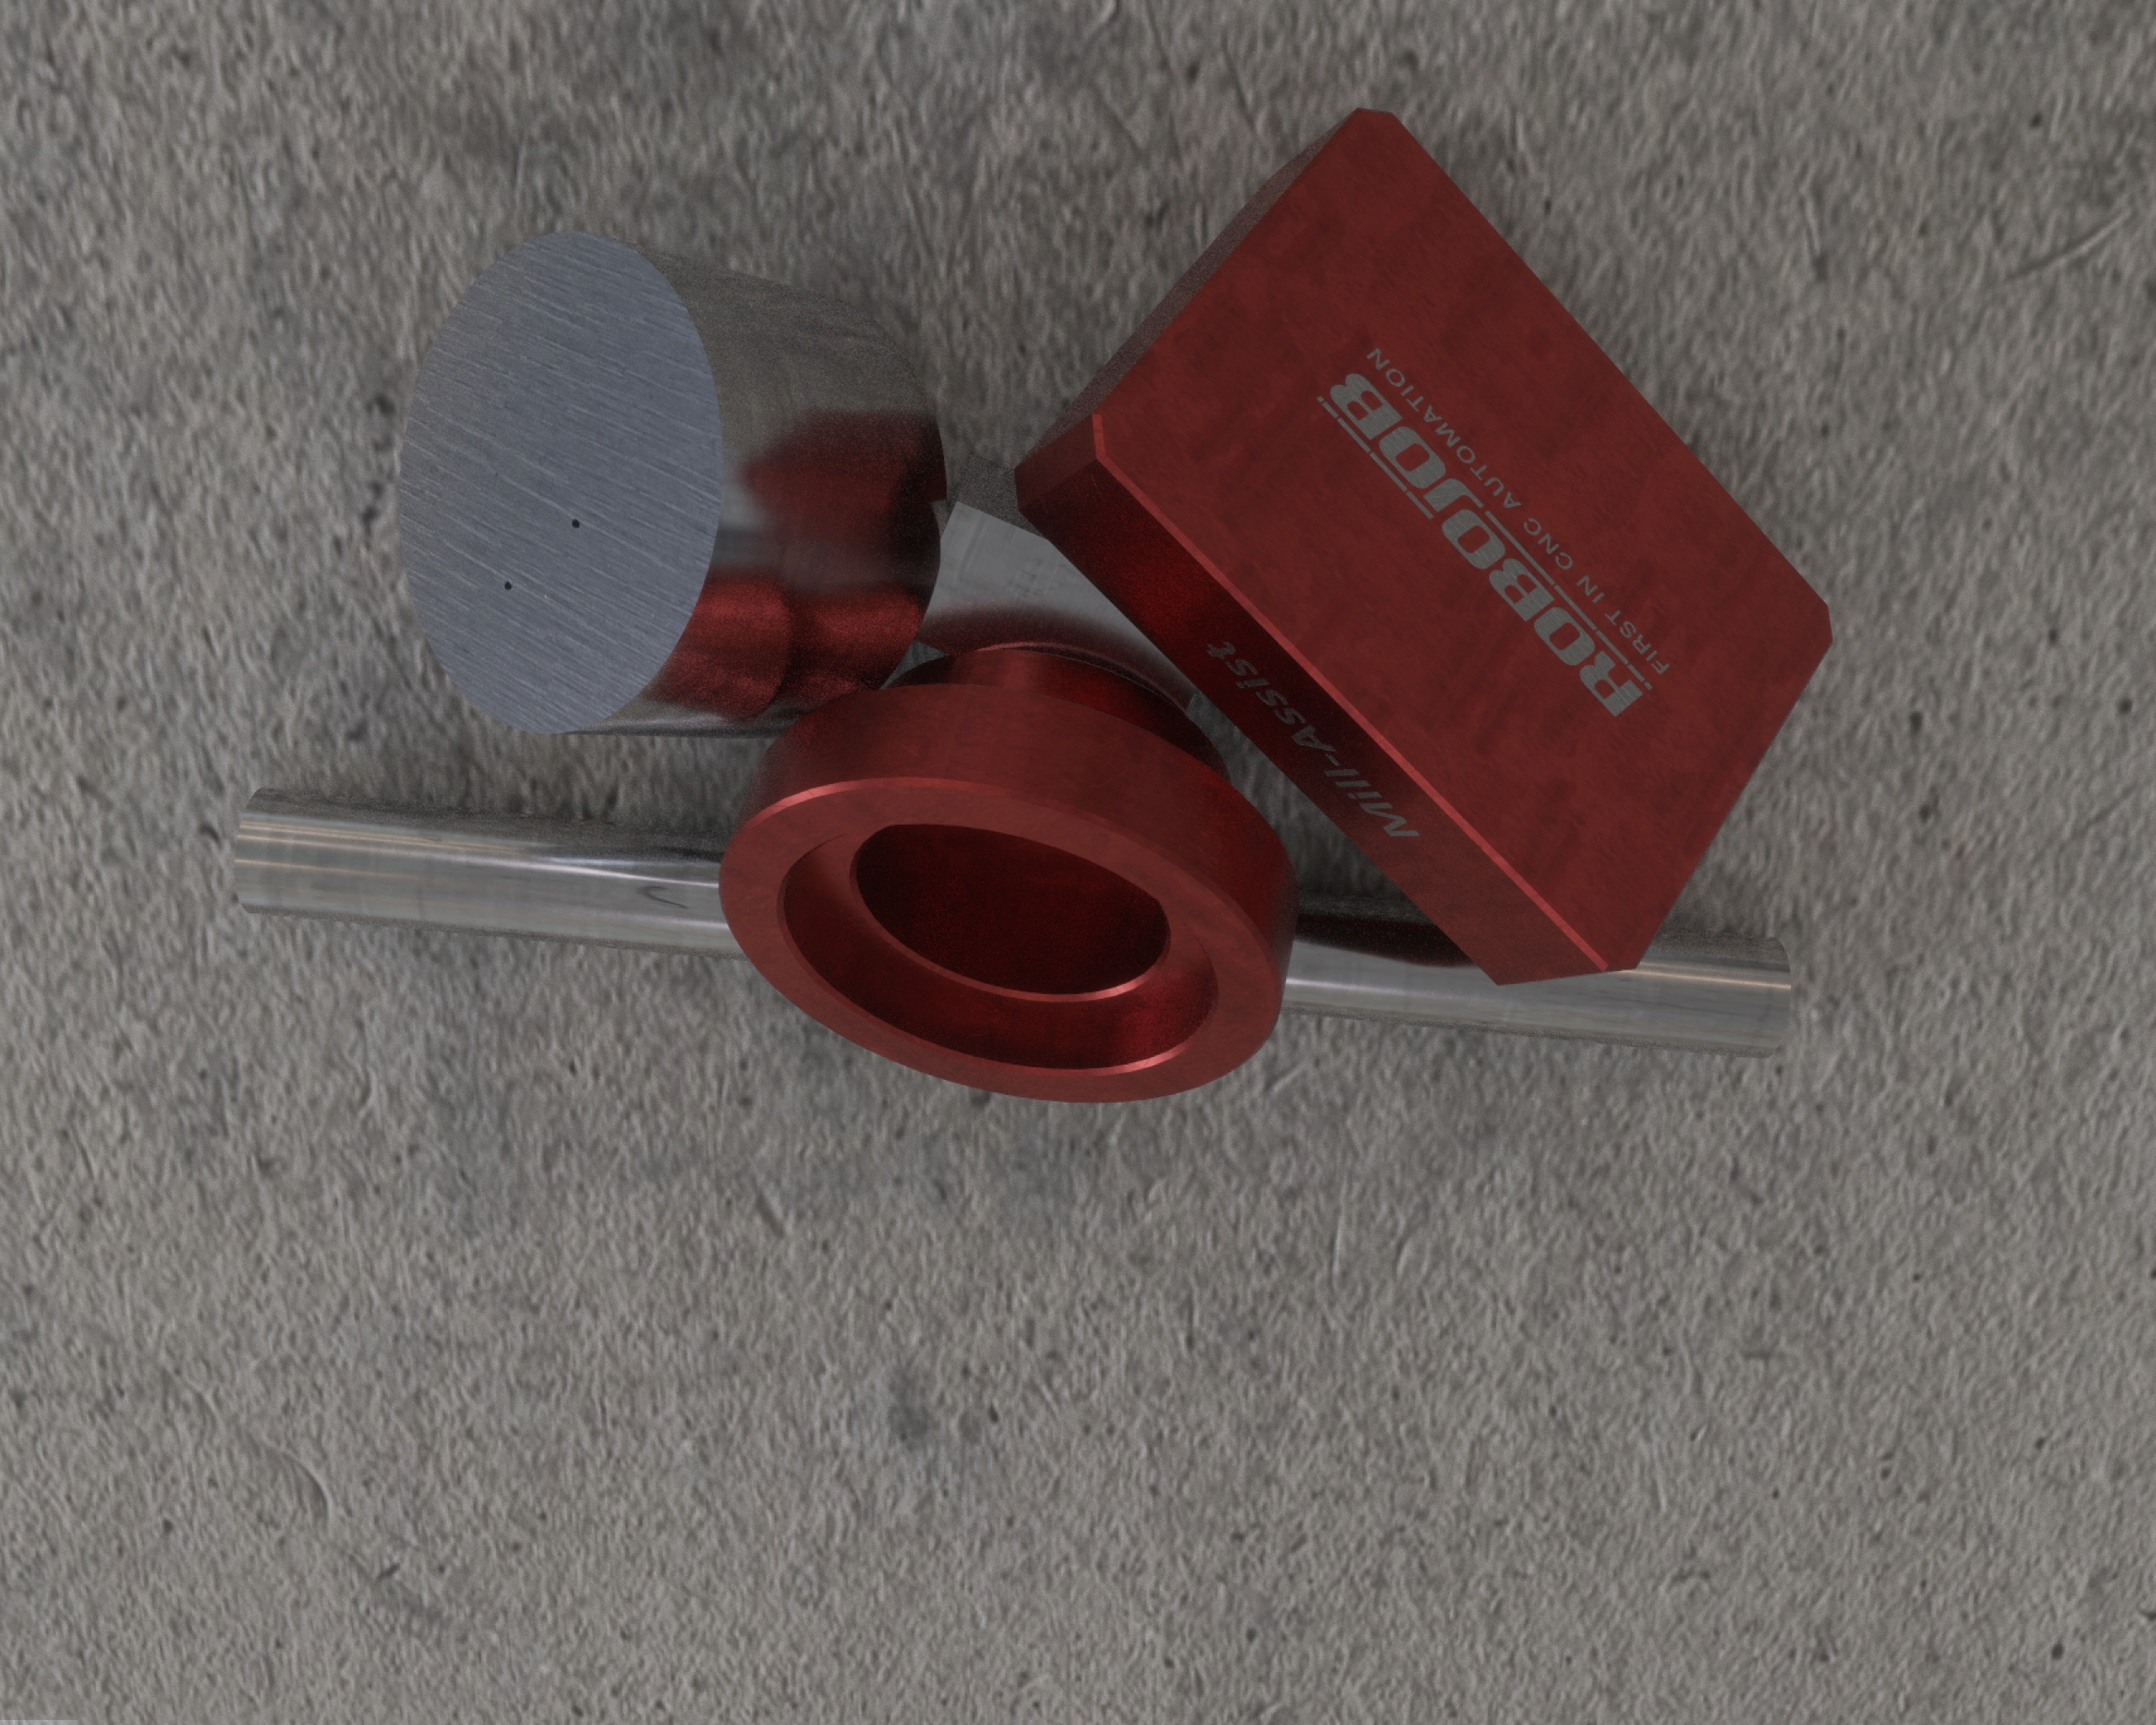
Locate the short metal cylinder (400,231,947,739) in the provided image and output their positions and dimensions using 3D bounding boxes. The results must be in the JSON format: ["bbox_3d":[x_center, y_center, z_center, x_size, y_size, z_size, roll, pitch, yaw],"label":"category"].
[{"bbox_3d":[-0.069,-0.061,0.353,0.080,0.050,0.079,1,92,37],"label":"short metal cylinder"}]

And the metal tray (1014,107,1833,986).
[{"bbox_3d":[0.064,-0.052,0.362,0.130,0.030,0.090,43,66,-15],"label":"metal tray"}]

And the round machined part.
[{"bbox_3d":[-0.010,0.000,0.369,0.098,0.042,0.098,10,146,7],"label":"round machined part"}]

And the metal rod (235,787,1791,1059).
[{"bbox_3d":[-0.010,0.013,0.416,0.302,0.025,0.025,6,110,-3],"label":"metal rod"}]

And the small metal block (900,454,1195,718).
[{"bbox_3d":[-0.002,-0.049,0.378,0.050,0.050,0.025,22,109,-8],"label":"small metal block"}]
